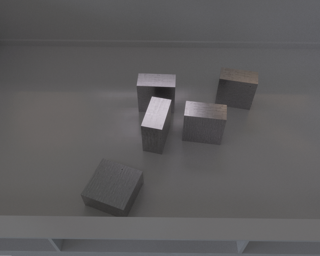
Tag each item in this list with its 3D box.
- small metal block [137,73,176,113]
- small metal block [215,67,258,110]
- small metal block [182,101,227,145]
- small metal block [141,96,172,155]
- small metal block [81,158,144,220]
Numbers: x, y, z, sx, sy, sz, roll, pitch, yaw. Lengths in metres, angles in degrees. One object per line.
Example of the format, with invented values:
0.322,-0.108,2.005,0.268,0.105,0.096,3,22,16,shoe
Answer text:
-0.004,-0.048,0.429,0.050,0.050,0.025,2,50,2,small metal block
0.107,-0.055,0.435,0.050,0.050,0.025,9,51,8,small metal block
0.056,-0.006,0.394,0.050,0.050,0.025,6,51,5,small metal block
-0.004,-0.003,0.391,0.025,0.050,0.050,11,51,9,small metal block
-0.052,0.068,0.348,0.050,0.025,0.050,16,52,13,small metal block
